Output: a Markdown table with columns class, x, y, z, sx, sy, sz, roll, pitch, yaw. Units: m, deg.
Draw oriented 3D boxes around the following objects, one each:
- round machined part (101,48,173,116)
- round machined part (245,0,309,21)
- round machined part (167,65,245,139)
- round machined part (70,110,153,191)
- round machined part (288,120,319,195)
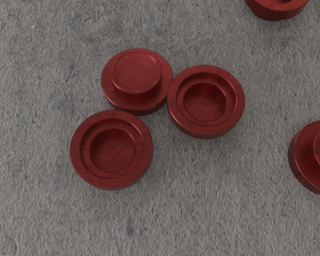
| class | x | y | z | sx | sy | sz | roll | pitch | yaw |
| --- | --- | --- | --- | --- | --- | --- | --- | --- | --- |
| round machined part | -0.031 | -0.069 | 0.424 | 0.099 | 0.042 | 0.098 | 0 | 70 | 0 |
| round machined part | 0.176 | -0.205 | 0.475 | 0.099 | 0.042 | 0.098 | 0 | 70 | 0 |
| round machined part | 0.059 | -0.031 | 0.411 | 0.099 | 0.042 | 0.098 | 0 | 70 | 0 |
| round machined part | -0.058 | 0.030 | 0.388 | 0.099 | 0.042 | 0.098 | 0 | 70 | 0 |
| round machined part | 0.218 | 0.035 | 0.388 | 0.099 | 0.042 | 0.098 | 0 | 70 | 0 |
